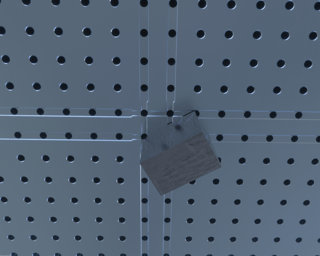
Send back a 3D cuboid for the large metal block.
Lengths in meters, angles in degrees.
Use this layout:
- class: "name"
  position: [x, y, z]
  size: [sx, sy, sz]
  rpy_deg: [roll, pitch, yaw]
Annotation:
- class: "large metal block"
  position: [0.024, 0.029, 0.395]
  size: [0.080, 0.080, 0.050]
  rpy_deg: [-28, 108, 10]
